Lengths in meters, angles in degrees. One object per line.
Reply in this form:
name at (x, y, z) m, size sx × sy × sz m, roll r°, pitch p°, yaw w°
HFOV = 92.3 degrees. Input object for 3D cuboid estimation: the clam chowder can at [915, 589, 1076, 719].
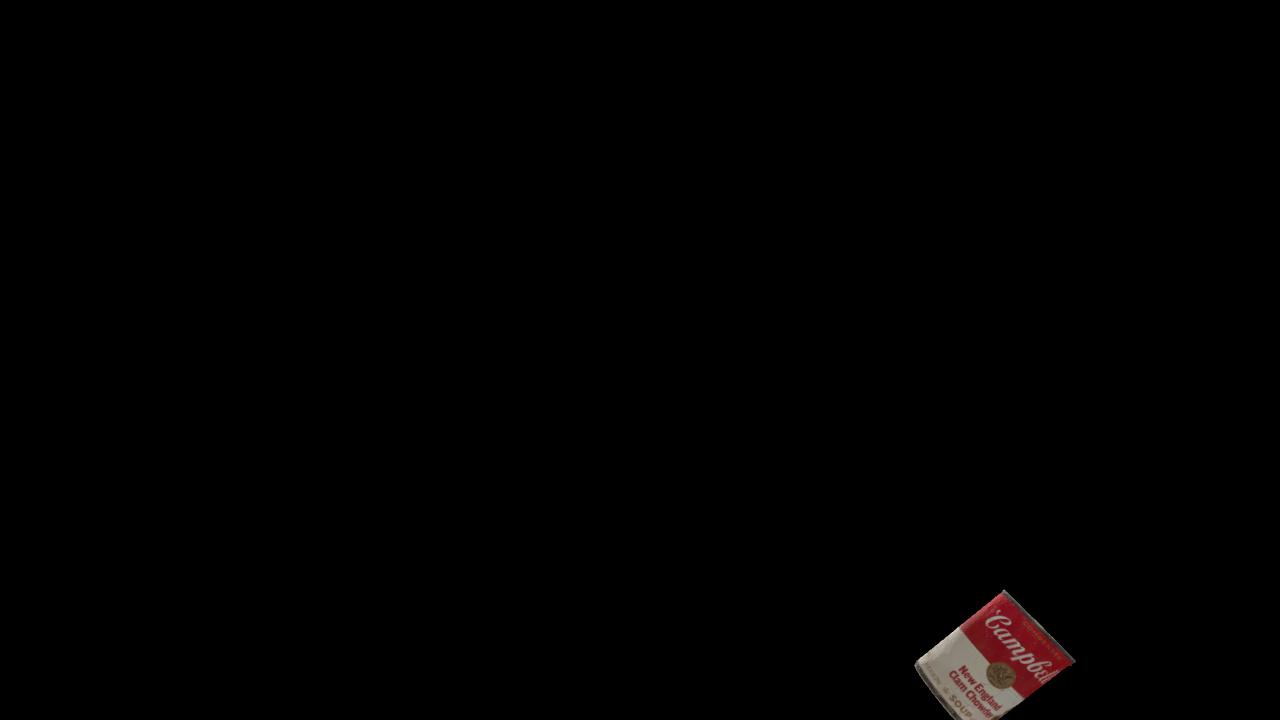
clam chowder can at (0.293, 0.253, 0.515) m, size 0.102 × 0.068 × 0.068 m, roll -44°, pitch -8°, yaw 9°
